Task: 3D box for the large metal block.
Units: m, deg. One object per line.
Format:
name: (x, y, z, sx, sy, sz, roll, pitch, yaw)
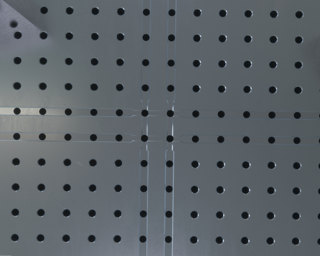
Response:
large metal block: (-0.222, -0.153, 0.384, 0.080, 0.080, 0.050, -19, 90, 0)
